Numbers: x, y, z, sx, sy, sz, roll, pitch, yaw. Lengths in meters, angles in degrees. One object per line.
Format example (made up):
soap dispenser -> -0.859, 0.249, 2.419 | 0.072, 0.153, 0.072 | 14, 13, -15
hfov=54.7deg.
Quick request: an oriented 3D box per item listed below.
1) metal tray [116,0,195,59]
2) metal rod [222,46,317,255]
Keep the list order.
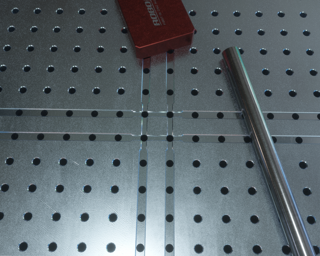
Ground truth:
metal tray -> -0.012, -0.177, 0.474 | 0.091, 0.030, 0.130 | -18, 71, -7
metal rod -> 0.136, 0.025, 0.403 | 0.025, 0.025, 0.299 | -12, 70, -5
